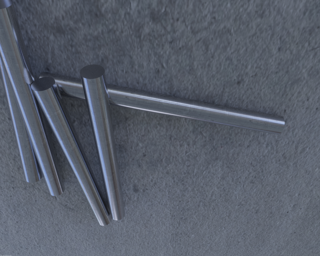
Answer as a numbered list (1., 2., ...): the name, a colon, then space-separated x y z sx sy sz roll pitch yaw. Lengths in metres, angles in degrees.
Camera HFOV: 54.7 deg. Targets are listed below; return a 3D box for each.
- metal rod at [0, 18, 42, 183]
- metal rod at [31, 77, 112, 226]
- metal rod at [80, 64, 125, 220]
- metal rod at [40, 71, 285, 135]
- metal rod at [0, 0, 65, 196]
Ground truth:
1. metal rod: -0.171 -0.040 0.370 0.025 0.025 0.298 5 130 -5
2. metal rod: -0.110 0.056 0.435 0.025 0.025 0.298 -4 136 3
3. metal rod: -0.071 0.045 0.424 0.025 0.025 0.298 0 137 -1
4. metal rod: 0.009 -0.028 0.383 0.302 0.025 0.025 10 130 -9
5. metal rod: -0.153 -0.007 0.380 0.025 0.025 0.298 2 136 -3
